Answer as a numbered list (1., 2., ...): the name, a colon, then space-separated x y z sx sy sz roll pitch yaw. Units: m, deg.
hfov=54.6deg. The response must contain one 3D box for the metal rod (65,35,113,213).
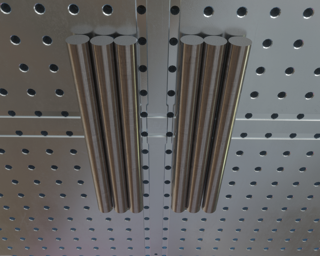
1. metal rod: -0.089 0.019 0.426 0.025 0.025 0.298 0 130 -1

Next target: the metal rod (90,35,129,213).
1. metal rod: -0.064 0.020 0.427 0.025 0.025 0.298 0 130 -1

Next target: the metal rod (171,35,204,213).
1. metal rod: 0.033 0.019 0.427 0.025 0.025 0.298 0 130 -1

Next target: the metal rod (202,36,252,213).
1. metal rod: 0.084 0.020 0.429 0.025 0.025 0.298 0 130 -1

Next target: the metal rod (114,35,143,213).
1. metal rod: -0.038 0.020 0.427 0.025 0.025 0.298 0 130 -1

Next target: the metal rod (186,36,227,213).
1. metal rod: 0.058 0.020 0.428 0.025 0.025 0.298 0 130 -1
